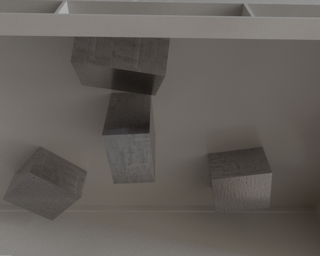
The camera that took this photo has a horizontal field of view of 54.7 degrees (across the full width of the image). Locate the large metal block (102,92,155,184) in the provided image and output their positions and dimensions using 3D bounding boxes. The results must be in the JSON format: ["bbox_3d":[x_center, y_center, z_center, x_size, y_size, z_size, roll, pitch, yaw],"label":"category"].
[{"bbox_3d":[-0.034,0.011,0.382,0.050,0.080,0.080,-3,130,2],"label":"large metal block"}]

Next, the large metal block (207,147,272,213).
[{"bbox_3d":[0.117,0.079,0.461,0.080,0.050,0.080,-8,130,6],"label":"large metal block"}]

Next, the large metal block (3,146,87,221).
[{"bbox_3d":[-0.170,0.085,0.463,0.080,0.050,0.080,35,122,-26],"label":"large metal block"}]

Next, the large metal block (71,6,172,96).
[{"bbox_3d":[-0.037,-0.070,0.305,0.081,0.050,0.080,7,173,-7],"label":"large metal block"}]
